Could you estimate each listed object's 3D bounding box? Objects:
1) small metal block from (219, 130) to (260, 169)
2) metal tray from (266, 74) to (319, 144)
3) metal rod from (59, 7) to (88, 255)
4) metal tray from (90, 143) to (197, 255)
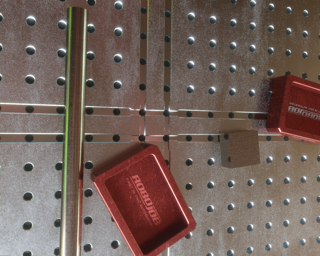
[{"bbox_3d":[0.118,0.030,0.458,0.050,0.025,0.050,-6,92,-20],"label":"small metal block"},{"bbox_3d":[0.239,-0.026,0.500,0.131,0.030,0.090,12,86,-20],"label":"metal tray"},{"bbox_3d":[-0.104,0.007,0.374,0.025,0.025,0.298,2,89,-20],"label":"metal rod"},{"bbox_3d":[-0.020,0.096,0.403,0.091,0.030,0.129,-29,100,-18],"label":"metal tray"}]
